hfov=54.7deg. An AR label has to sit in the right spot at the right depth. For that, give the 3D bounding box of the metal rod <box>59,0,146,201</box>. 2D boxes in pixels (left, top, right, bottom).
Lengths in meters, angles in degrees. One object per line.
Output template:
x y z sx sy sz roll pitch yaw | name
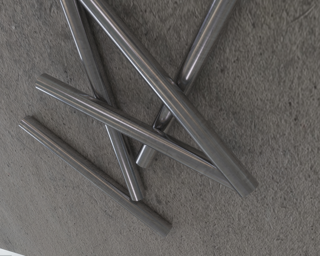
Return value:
-0.071 -0.023 0.429 0.025 0.025 0.298 -1 118 29 | metal rod

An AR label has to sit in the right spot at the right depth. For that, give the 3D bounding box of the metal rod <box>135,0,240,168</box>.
0.029 -0.056 0.356 0.025 0.025 0.298 32 129 7 | metal rod

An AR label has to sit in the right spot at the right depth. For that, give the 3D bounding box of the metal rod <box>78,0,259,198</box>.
0.002 -0.049 0.345 0.300 0.025 0.025 51 129 4 | metal rod

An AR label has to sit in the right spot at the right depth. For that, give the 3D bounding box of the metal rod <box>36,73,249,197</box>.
-0.026 0.003 0.389 0.301 0.025 0.025 27 128 11 | metal rod

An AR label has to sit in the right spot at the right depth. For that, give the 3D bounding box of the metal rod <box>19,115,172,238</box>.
-0.107 0.079 0.511 0.300 0.025 0.025 37 129 3 | metal rod
